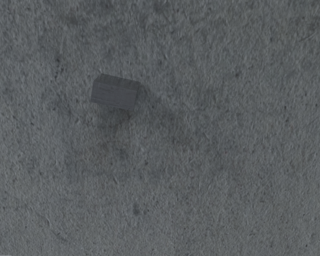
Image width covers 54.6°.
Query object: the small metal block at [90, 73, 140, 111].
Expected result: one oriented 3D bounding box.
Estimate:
[{"bbox_3d":[-0.053,-0.045,0.379,0.050,0.050,0.025,12,110,-5],"label":"small metal block"}]
